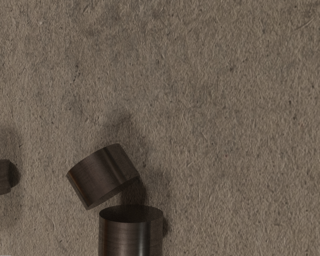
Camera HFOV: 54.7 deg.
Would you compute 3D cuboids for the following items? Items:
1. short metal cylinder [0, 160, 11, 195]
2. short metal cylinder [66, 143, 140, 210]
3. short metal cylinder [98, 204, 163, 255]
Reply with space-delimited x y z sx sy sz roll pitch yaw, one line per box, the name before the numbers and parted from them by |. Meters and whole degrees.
short metal cylinder | -0.274 0.077 0.474 0.080 0.080 0.050 -4 89 19
short metal cylinder | -0.073 0.063 0.404 0.080 0.080 0.050 -37 78 16
short metal cylinder | -0.037 0.132 0.392 0.080 0.080 0.050 2 91 19
